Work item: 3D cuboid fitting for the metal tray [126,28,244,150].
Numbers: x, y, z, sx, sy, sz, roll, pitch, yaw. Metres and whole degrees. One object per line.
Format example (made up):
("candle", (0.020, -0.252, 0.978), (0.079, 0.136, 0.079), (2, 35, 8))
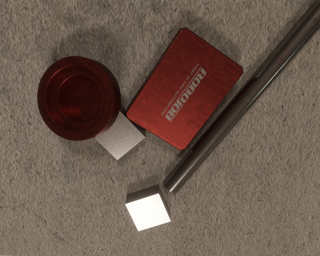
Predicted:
("metal tray", (0.028, -0.047, 0.390), (0.090, 0.030, 0.129), (32, 107, -12))

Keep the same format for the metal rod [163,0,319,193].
("metal rod", (0.103, -0.029, 0.400), (0.025, 0.025, 0.299), (35, 106, -12))

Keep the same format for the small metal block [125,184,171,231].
("small metal block", (-0.017, 0.117, 0.453), (0.050, 0.025, 0.050), (-19, 109, 6))

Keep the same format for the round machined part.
("round machined part", (-0.093, -0.035, 0.376), (0.098, 0.042, 0.097), (1, 95, 14))

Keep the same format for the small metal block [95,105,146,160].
("small metal block", (-0.054, 0.006, 0.411), (0.050, 0.025, 0.050), (-39, 106, 13))
